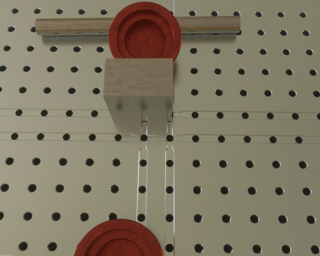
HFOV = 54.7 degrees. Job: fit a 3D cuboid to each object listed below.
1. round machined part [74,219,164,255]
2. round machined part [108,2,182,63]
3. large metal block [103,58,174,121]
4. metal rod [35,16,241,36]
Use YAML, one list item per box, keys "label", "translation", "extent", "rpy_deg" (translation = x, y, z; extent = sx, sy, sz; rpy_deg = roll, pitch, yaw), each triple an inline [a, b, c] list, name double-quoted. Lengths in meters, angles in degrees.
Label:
- label: "round machined part"
  translation: [-0.044, 0.153, 0.346]
  extent: [0.099, 0.042, 0.098]
  rpy_deg: [0, 70, 0]
- label: "round machined part"
  translation: [-0.020, -0.121, 0.435]
  extent: [0.099, 0.042, 0.097]
  rpy_deg: [0, 93, -1]
- label: "large metal block"
  translation: [-0.025, -0.047, 0.399]
  extent: [0.081, 0.080, 0.050]
  rpy_deg: [0, 70, 0]
- label: "metal rod"
  translation: [-0.032, -0.154, 0.467]
  extent: [0.302, 0.025, 0.025]
  rpy_deg: [-1, 70, -1]
